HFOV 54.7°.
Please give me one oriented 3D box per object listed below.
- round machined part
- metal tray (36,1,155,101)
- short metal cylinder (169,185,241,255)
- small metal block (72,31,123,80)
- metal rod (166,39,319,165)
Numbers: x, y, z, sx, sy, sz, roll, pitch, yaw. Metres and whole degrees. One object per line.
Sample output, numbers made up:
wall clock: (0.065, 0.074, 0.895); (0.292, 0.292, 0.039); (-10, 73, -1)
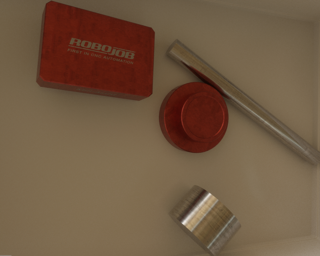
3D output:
round machined part: (0.052, -0.014, 0.422); (0.099, 0.042, 0.097); (0, 90, -21)
metal tray: (-0.072, -0.086, 0.368); (0.131, 0.030, 0.090); (6, 82, -28)
short metal cylinder: (0.057, 0.121, 0.404); (0.050, 0.080, 0.080); (-45, 105, -14)
small metal block: (-0.081, -0.085, 0.381); (0.050, 0.025, 0.050); (-28, 100, -18)
metal rod: (0.135, -0.030, 0.462); (0.301, 0.025, 0.025); (34, 79, -17)
